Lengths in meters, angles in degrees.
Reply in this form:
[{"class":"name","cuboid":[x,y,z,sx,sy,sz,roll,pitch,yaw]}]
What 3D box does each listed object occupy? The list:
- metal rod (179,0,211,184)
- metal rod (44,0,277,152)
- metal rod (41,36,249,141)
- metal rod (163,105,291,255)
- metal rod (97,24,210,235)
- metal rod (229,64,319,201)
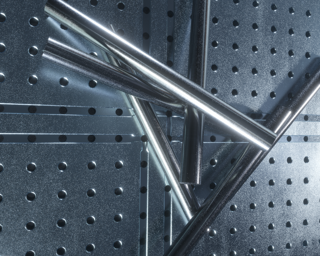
[{"class":"metal rod","cuboid":[0.048,-0.079,0.396,0.025,0.025,0.299,11,74,-20]},{"class":"metal rod","cuboid":[-0.002,-0.064,0.359,0.301,0.025,0.025,33,79,3]},{"class":"metal rod","cuboid":[0.006,-0.038,0.391,0.302,0.025,0.025,20,83,-28]},{"class":"metal rod","cuboid":[0.088,0.083,0.419,0.025,0.025,0.301,46,73,-14]},{"class":"metal rod","cuboid":[-0.005,0.009,0.410,0.025,0.025,0.299,-29,100,-18]},{"class":"metal rod","cuboid":[0.190,-0.009,0.482,0.301,0.025,0.025,-47,105,-14]}]
